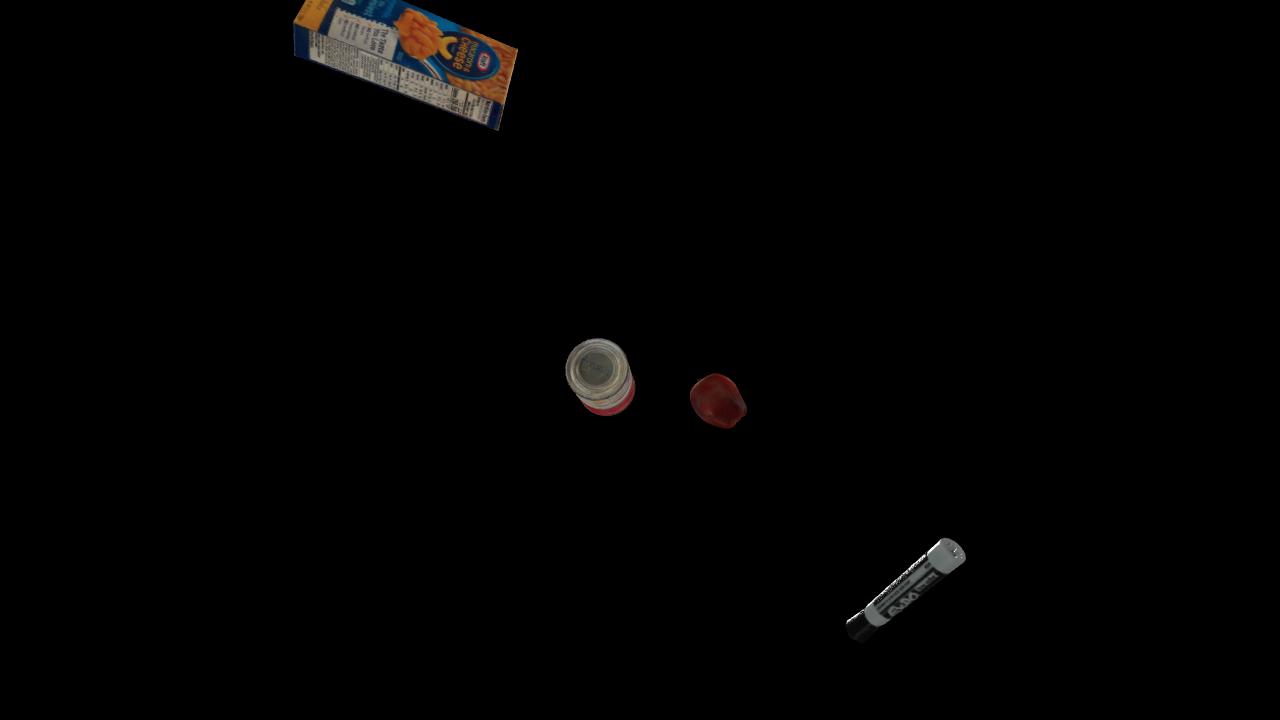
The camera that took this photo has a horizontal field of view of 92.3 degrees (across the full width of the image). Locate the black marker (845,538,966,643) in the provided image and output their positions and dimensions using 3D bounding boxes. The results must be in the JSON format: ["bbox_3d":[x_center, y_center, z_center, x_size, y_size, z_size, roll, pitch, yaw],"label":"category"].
[{"bbox_3d":[0.187,0.170,0.445,0.020,0.121,0.020,17,36,-13],"label":"black marker"}]

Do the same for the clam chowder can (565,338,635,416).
[{"bbox_3d":[-0.041,0.021,0.674,0.068,0.068,0.102,0,-14,3],"label":"clam chowder can"}]

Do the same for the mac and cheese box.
[{"bbox_3d":[-0.215,-0.293,0.584,0.184,0.093,0.041,14,-34,-19],"label":"mac and cheese box"}]

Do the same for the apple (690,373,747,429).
[{"bbox_3d":[0.122,0.065,0.974,0.093,0.079,0.079,46,16,16],"label":"apple"}]
